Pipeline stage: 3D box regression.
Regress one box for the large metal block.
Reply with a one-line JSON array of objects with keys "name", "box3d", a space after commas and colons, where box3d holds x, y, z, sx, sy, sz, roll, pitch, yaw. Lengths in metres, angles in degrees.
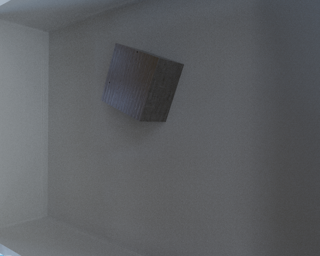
[{"name": "large metal block", "box3d": [-0.025, -0.060, 0.412, 0.080, 0.050, 0.080, 28, 108, 36]}]
